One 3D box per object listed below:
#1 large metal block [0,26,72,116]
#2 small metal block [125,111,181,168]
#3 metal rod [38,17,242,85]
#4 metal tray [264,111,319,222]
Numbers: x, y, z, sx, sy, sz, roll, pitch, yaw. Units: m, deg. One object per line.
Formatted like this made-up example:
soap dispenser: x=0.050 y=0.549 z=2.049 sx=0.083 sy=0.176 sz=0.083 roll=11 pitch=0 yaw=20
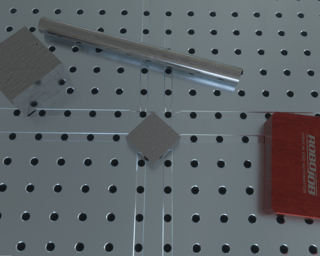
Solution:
large metal block: x=-0.184 y=-0.077 z=0.424 sx=0.080 sy=0.050 sz=0.080 roll=-42 pitch=76 yaw=-14
small metal block: x=-0.009 y=0.016 z=0.406 sx=0.050 sy=0.025 sz=0.050 roll=43 pitch=75 yaw=13
metal rod: x=-0.032 y=-0.114 z=0.452 sx=0.301 sy=0.025 sz=0.025 roll=16 pitch=71 yaw=5
metal tray: x=0.183 y=0.048 z=0.394 sx=0.091 sy=0.030 sz=0.130 roll=7 pitch=70 yaw=2
